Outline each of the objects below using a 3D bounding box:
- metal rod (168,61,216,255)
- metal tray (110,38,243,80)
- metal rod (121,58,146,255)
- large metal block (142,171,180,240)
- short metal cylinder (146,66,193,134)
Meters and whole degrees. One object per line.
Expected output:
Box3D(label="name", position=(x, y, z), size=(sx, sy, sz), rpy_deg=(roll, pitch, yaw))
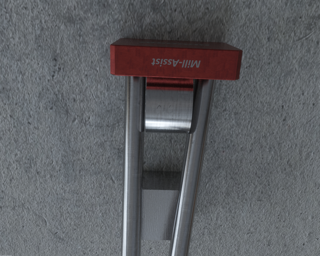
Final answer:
Box3D(label="metal rod", position=(0.038, 0.063, 0.385), size=(0.025, 0.025, 0.298), rpy_deg=(8, 95, -3))
Box3D(label="metal tray", position=(0.016, -0.079, 0.347), size=(0.131, 0.090, 0.030), rpy_deg=(2, 110, -1))
Box3D(label="metal rod", position=(-0.033, 0.060, 0.384), size=(0.025, 0.025, 0.298), rpy_deg=(2, 95, -1))
Box3D(label="large metal block", position=(0.002, 0.108, 0.435), size=(0.081, 0.050, 0.079), rpy_deg=(2, 110, -1))
Box3D(label="short metal cylinder", position=(0.009, -0.033, 0.370), size=(0.050, 0.080, 0.079), rpy_deg=(2, 110, -2))
